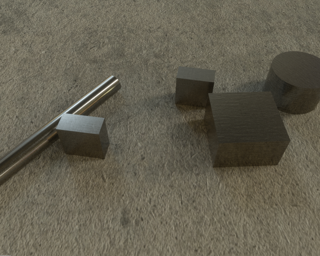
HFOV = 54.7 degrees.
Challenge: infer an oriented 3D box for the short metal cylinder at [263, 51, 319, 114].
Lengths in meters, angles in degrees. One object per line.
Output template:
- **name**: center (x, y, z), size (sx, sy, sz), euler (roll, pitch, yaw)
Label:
- **short metal cylinder**: center (0.195, -0.066, 0.445), size (0.081, 0.050, 0.080), euler (0, 50, 0)

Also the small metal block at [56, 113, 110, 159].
- **small metal block**: center (-0.092, 0.011, 0.377), size (0.050, 0.050, 0.025), euler (7, 51, 5)

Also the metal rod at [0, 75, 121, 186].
- **metal rod**: center (-0.158, 0.024, 0.380), size (0.025, 0.025, 0.301), euler (30, 56, 22)

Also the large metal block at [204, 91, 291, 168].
- **large metal block**: center (0.103, 0.001, 0.388), size (0.081, 0.050, 0.080), euler (-2, 50, -2)

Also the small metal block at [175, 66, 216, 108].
- **small metal block**: center (0.049, -0.057, 0.435), size (0.050, 0.050, 0.025), euler (8, 51, 6)
